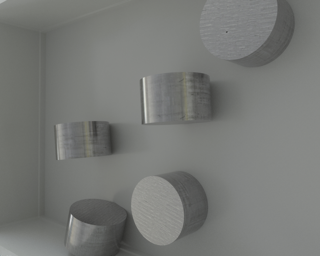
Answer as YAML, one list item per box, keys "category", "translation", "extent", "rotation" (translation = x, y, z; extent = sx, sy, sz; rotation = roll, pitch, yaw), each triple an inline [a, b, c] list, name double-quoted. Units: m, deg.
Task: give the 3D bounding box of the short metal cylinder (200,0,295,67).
- category: "short metal cylinder"
  translation: [0.088, -0.106, 0.317]
  extent: [0.080, 0.050, 0.079]
  rotation: [0, 90, 39]

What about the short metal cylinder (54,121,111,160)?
- category: "short metal cylinder"
  translation: [-0.115, 0.019, 0.463]
  extent: [0.080, 0.081, 0.050]
  rotation: [-8, 85, 39]

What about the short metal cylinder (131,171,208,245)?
- category: "short metal cylinder"
  translation: [0.011, 0.096, 0.380]
  extent: [0.080, 0.050, 0.079]
  rotation: [0, 90, 39]

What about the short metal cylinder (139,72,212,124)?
- category: "short metal cylinder"
  translation: [0.018, -0.031, 0.355]
  extent: [0.080, 0.081, 0.050]
  rotation: [-5, 87, 39]

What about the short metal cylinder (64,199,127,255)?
- category: "short metal cylinder"
  translation: [-0.092, 0.142, 0.445]
  extent: [0.080, 0.081, 0.050]
  rotation: [20, 103, 38]
